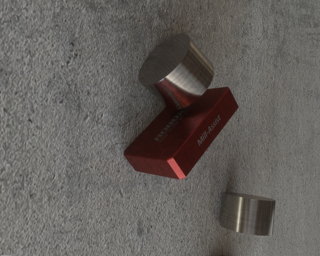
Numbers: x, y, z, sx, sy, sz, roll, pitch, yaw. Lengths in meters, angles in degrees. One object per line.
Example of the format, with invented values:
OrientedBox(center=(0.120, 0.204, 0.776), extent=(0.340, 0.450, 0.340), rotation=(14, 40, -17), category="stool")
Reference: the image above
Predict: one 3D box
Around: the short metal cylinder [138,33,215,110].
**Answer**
OrientedBox(center=(0.020, -0.070, 0.385), extent=(0.050, 0.080, 0.080), rotation=(41, 65, -33), category="short metal cylinder")

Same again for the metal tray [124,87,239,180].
OrientedBox(center=(0.027, 0.002, 0.384), extent=(0.131, 0.090, 0.030), rotation=(-48, 119, -29), category="metal tray")

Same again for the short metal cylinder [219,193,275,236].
OrientedBox(center=(0.136, 0.132, 0.483), extent=(0.081, 0.080, 0.050), rotation=(12, 82, -39), category="short metal cylinder")
